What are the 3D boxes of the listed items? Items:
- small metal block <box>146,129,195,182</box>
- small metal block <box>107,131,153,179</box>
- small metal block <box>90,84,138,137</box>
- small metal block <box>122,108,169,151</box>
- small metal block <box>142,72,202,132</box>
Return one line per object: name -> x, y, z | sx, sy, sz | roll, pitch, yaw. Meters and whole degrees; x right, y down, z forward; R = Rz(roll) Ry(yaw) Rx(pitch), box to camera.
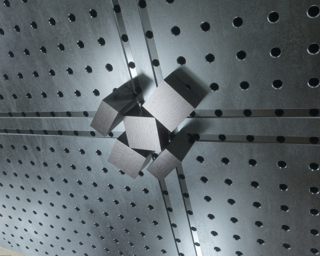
small metal block -> 0.015, 0.036, 0.410 | 0.025, 0.050, 0.050 | 41, 129, 1
small metal block -> -0.044, 0.040, 0.460 | 0.050, 0.025, 0.050 | 33, 128, 6
small metal block -> -0.061, -0.023, 0.413 | 0.025, 0.050, 0.050 | 37, 130, 2
small metal block -> -0.019, 0.002, 0.422 | 0.050, 0.025, 0.050 | 4, 119, 27
small metal block -> 0.014, -0.031, 0.385 | 0.050, 0.025, 0.050 | 42, 130, -1
